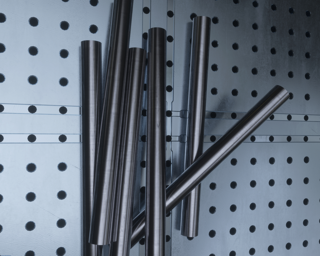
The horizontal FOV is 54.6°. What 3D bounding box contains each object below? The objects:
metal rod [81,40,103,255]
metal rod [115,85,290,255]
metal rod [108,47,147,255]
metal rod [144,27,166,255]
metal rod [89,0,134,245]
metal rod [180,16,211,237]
[{"bbox_3d":[-0.083,0.045,0.381,0.025,0.025,0.298,-1,90,-20],"label":"metal rod"},{"bbox_3d":[0.053,0.053,0.403,0.300,0.025,0.025,-43,104,-4],"label":"metal rod"},{"bbox_3d":[-0.041,0.048,0.381,0.025,0.025,0.299,7,82,-20],"label":"metal rod"},{"bbox_3d":[-0.005,0.020,0.386,0.025,0.025,0.299,4,80,-20],"label":"metal rod"},{"bbox_3d":[-0.057,-0.017,0.375,0.025,0.025,0.299,7,82,-20],"label":"metal rod"},{"bbox_3d":[0.049,-0.003,0.430,0.025,0.025,0.298,4,89,-20],"label":"metal rod"}]
